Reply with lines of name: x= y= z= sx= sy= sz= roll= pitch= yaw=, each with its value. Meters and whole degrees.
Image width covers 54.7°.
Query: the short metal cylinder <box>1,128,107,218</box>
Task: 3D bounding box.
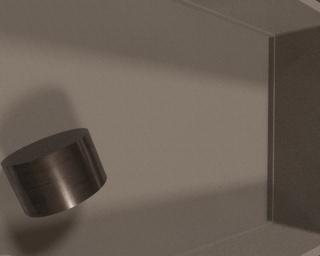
short metal cylinder: x=-0.097 y=0.039 z=0.291 sx=0.081 sy=0.080 sz=0.050 roll=-29 pitch=109 yaw=-36

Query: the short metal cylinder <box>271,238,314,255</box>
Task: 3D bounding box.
short metal cylinder: x=0.266 y=0.269 z=0.621 sx=0.081 sy=0.050 sz=0.079 roll=0 pitch=90 yaw=-40
